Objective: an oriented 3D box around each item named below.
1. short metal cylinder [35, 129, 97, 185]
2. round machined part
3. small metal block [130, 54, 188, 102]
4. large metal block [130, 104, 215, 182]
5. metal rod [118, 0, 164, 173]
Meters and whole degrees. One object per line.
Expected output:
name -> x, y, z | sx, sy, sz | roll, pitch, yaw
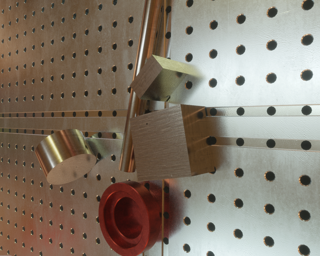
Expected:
short metal cylinder -> -0.149, 0.046, 0.494 | 0.080, 0.081, 0.050 | -49, 61, 29
round machined part -> -0.037, 0.121, 0.426 | 0.098, 0.042, 0.097 | 0, 90, 39
small metal block -> -0.001, -0.061, 0.392 | 0.050, 0.050, 0.025 | -50, 61, 28
large metal block -> 0.014, 0.020, 0.380 | 0.080, 0.050, 0.080 | -14, 82, 39
metal rod -> -0.022, -0.085, 0.425 | 0.025, 0.025, 0.298 | 16, 100, 38
